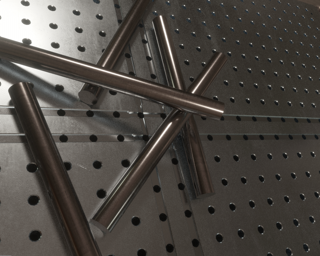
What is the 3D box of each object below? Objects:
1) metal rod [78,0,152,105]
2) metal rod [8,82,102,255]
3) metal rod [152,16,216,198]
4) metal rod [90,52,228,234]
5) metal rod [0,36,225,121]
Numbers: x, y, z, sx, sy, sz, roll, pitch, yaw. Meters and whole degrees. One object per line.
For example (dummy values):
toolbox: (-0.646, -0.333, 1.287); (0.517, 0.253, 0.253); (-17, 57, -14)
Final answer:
metal rod: (-0.050, -0.151, 0.474); (0.025, 0.025, 0.300); (28, 52, -11)
metal rod: (-0.091, 0.083, 0.309); (0.025, 0.025, 0.299); (-17, 71, -35)
metal rod: (0.029, -0.047, 0.453); (0.025, 0.025, 0.299); (2, 61, -28)
metal rod: (0.015, -0.003, 0.394); (0.025, 0.025, 0.301); (38, 58, -3)
metal rod: (-0.068, -0.061, 0.373); (0.302, 0.025, 0.025); (16, 55, -7)
